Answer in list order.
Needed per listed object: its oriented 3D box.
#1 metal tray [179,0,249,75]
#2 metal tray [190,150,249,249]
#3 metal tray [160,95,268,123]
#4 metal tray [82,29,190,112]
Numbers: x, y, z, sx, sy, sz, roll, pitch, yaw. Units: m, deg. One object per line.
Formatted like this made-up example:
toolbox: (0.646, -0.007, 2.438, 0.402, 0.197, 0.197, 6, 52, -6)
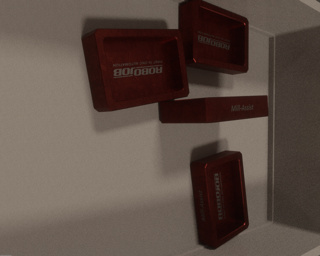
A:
metal tray: (0.086, -0.135, 0.477, 0.131, 0.030, 0.089, 0, 90, -40)
metal tray: (0.096, 0.108, 0.486, 0.091, 0.030, 0.129, -12, 98, -40)
metal tray: (0.077, -0.026, 0.430, 0.131, 0.090, 0.030, -7, 95, -40)
metal tray: (-0.024, -0.074, 0.384, 0.131, 0.030, 0.089, -15, 100, -39)
